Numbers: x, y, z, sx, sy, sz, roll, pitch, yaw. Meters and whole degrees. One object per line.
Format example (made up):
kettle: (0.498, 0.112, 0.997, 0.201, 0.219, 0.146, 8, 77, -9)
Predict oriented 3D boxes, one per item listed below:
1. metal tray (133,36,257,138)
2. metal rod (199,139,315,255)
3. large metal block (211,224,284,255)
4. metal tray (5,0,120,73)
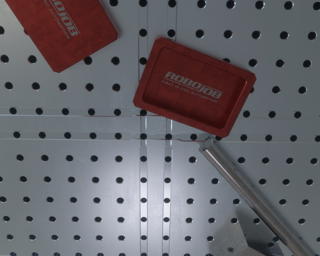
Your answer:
metal tray: (0.041, -0.051, 0.392, 0.131, 0.030, 0.089, 20, 109, -8)
metal rod: (0.161, 0.129, 0.462, 0.025, 0.025, 0.300, -39, 106, 13)
large metal block: (0.136, 0.209, 0.479, 0.080, 0.050, 0.080, 31, 107, -11)
metal tray: (-0.117, -0.142, 0.357, 0.090, 0.030, 0.130, -28, 108, 9)
